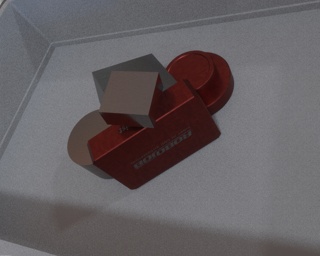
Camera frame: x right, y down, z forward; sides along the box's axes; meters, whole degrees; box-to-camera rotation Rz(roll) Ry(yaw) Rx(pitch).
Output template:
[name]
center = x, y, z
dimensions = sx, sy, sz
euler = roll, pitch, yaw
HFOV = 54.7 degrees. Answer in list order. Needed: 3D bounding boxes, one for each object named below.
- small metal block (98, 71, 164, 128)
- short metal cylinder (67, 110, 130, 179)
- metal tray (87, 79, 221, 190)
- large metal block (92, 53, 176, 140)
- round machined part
[small metal block]
center = -0.028, -0.029, 0.313
dimensions = 0.050, 0.025, 0.050
euler = 4, 62, 15
[short metal cylinder]
center = -0.074, 0.022, 0.411
dimensions = 0.080, 0.050, 0.080
euler = -13, 56, 20
[metal tray]
center = -0.003, 0.013, 0.354
dimensions = 0.130, 0.090, 0.030
euler = -33, 51, 6
[large metal block]
center = -0.027, -0.039, 0.379
dimensions = 0.081, 0.050, 0.080
euler = -22, 49, -16
[round machined part]
center = 0.044, -0.063, 0.407
dimensions = 0.098, 0.042, 0.098
euler = -13, 56, 20
